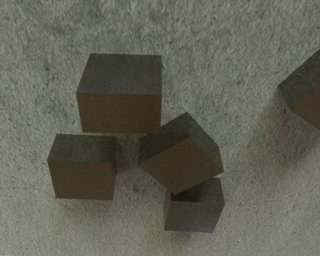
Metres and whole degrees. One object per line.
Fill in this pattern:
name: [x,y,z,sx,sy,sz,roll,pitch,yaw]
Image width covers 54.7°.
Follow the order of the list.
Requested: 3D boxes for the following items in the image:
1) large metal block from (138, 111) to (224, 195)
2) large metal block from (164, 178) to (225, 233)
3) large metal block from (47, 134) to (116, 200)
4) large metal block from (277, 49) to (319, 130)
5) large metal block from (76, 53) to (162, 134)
large metal block: [0.028,0.037,0.423,0.080,0.050,0.080,-31,124,23]
large metal block: [0.051,0.122,0.496,0.081,0.050,0.079,5,130,-5]
large metal block: [-0.105,0.056,0.437,0.081,0.050,0.079,3,130,-3]
large metal block: [0.201,-0.043,0.357,0.080,0.050,0.080,28,124,-23]
large metal block: [-0.039,-0.039,0.337,0.081,0.080,0.050,1,130,-2]
